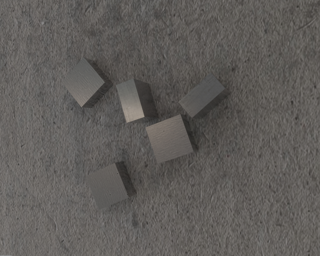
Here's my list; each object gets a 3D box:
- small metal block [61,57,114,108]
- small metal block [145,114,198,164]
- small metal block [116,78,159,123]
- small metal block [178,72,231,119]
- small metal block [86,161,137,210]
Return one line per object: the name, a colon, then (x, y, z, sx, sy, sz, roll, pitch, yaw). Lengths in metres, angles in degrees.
small metal block: (-0.104, -0.064, 0.446, 0.050, 0.025, 0.050, -44, 77, 14)
small metal block: (0.016, 0.014, 0.403, 0.050, 0.025, 0.050, -21, 83, 18)
small metal block: (-0.028, -0.034, 0.406, 0.025, 0.050, 0.050, -18, 84, 19)
small metal block: (0.056, -0.037, 0.376, 0.050, 0.050, 0.025, -43, 77, 15)
small metal block: (-0.068, 0.080, 0.433, 0.050, 0.025, 0.050, -26, 82, 18)
